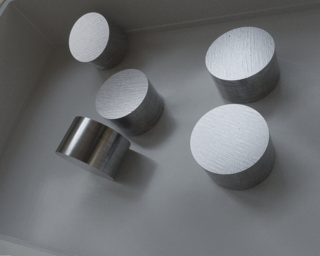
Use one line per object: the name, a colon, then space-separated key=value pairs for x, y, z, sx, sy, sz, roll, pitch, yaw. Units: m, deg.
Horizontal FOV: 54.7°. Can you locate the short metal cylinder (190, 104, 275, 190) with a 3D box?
short metal cylinder: x=0.079 y=0.021 z=0.335 sx=0.080 sy=0.050 sz=0.080 roll=-13 pitch=56 yaw=20

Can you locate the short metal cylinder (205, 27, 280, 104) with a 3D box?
short metal cylinder: x=0.103 y=-0.077 z=0.382 sx=0.080 sy=0.050 sz=0.080 roll=-13 pitch=56 yaw=20

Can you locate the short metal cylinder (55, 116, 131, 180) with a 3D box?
short metal cylinder: x=-0.085 y=0.027 z=0.397 sx=0.080 sy=0.080 sz=0.050 roll=13 pitch=68 yaw=33

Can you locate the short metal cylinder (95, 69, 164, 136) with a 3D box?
short metal cylinder: x=-0.041 y=-0.035 z=0.431 sx=0.080 sy=0.050 sz=0.080 roll=-13 pitch=56 yaw=20

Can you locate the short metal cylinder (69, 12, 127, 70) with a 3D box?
short metal cylinder: x=-0.101 y=-0.141 z=0.510 sx=0.080 sy=0.050 sz=0.080 roll=-3 pitch=84 yaw=27
